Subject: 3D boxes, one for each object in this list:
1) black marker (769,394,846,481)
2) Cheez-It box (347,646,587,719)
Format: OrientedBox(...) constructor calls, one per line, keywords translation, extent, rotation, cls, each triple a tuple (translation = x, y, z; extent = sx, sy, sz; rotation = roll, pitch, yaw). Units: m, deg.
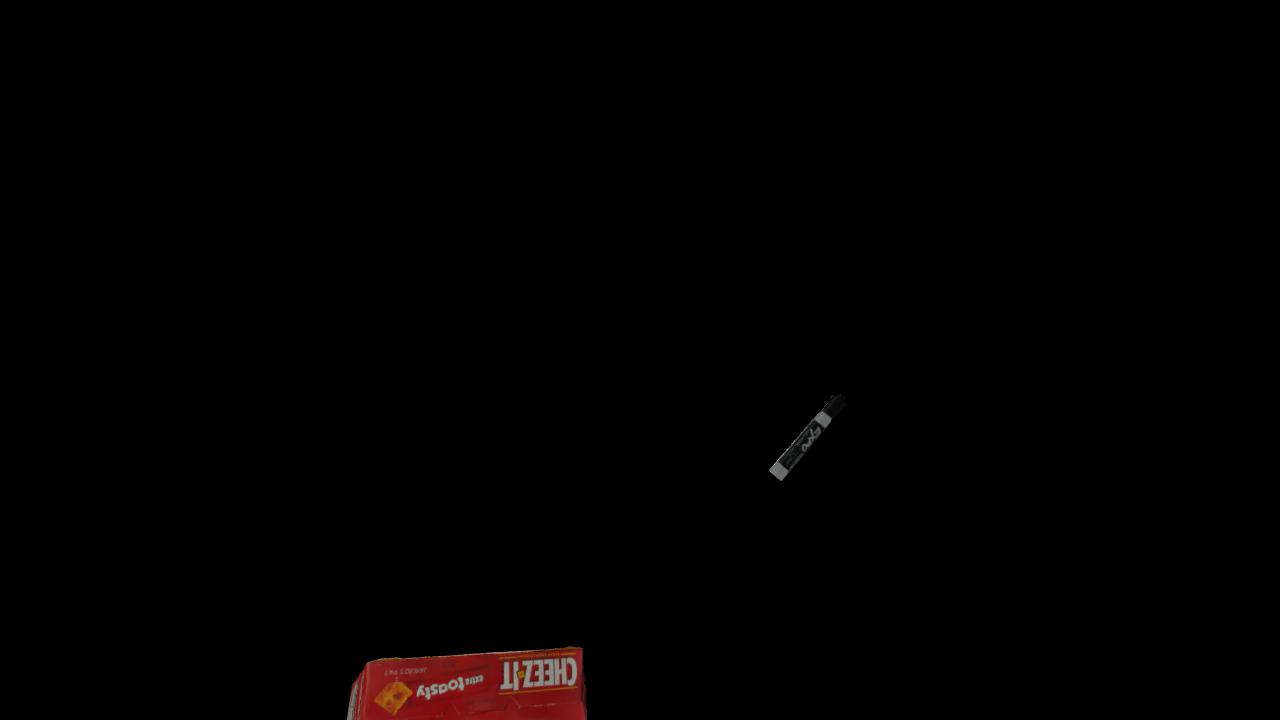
OrientedBox(translation=(0.195, 0.088, 0.710), extent=(0.020, 0.121, 0.020), rotation=(39, 3, -3), cls="black marker")
OrientedBox(translation=(-0.161, 0.299, 0.533), extent=(0.166, 0.071, 0.223), rotation=(7, -31, -24), cls="Cheez-It box")
